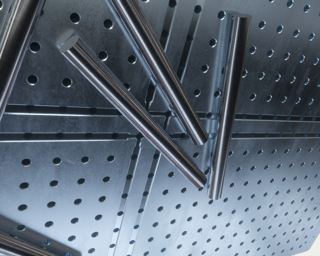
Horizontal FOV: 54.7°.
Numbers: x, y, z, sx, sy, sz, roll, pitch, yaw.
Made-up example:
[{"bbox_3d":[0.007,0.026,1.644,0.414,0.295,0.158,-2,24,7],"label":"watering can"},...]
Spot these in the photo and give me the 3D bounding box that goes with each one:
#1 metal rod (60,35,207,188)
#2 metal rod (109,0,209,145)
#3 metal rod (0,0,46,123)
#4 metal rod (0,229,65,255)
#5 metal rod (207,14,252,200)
[{"bbox_3d":[-0.013,0.001,0.406,0.025,0.025,0.300,-42,130,0],"label":"metal rod"},{"bbox_3d":[-0.005,-0.080,0.360,0.025,0.025,0.299,-37,130,-4],"label":"metal rod"},{"bbox_3d":[-0.157,-0.040,0.300,0.025,0.025,0.298,17,109,-35],"label":"metal rod"},{"bbox_3d":[-0.204,0.140,0.386,0.025,0.025,0.300,-43,130,1],"label":"metal rod"},{"bbox_3d":[0.097,-0.012,0.459,0.025,0.025,0.298,-13,124,-22],"label":"metal rod"}]
